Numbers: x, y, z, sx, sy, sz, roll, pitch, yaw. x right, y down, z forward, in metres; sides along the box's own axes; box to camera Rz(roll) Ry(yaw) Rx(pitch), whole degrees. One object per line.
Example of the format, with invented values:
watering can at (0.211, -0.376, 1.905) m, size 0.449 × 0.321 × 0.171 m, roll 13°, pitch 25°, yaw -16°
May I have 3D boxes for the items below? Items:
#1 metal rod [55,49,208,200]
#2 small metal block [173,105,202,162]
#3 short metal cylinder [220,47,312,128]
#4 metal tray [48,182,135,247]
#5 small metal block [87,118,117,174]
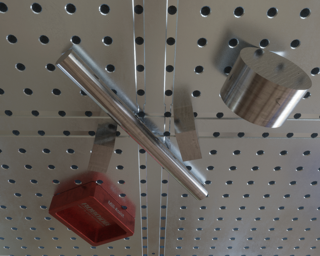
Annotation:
metal rod at (-0.020, 0.014, 0.423) m, size 0.025 × 0.025 × 0.300 m, roll -29°, pitch 125°, yaw 22°
small metal block at (0.036, 0.007, 0.402) m, size 0.025 × 0.050 × 0.050 m, roll -11°, pitch 130°, yaw 9°
short metal cylinder at (0.114, -0.046, 0.339) m, size 0.081 × 0.080 × 0.050 m, roll 13°, pitch 129°, yaw -11°
metal tray at (-0.114, 0.153, 0.537) m, size 0.090 × 0.030 × 0.130 m, roll -22°, pitch 127°, yaw 17°
small metal block at (-0.077, 0.024, 0.415) m, size 0.025 × 0.050 × 0.050 m, roll 13°, pitch 129°, yaw -12°
